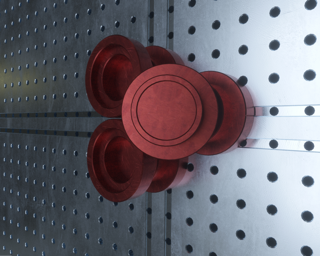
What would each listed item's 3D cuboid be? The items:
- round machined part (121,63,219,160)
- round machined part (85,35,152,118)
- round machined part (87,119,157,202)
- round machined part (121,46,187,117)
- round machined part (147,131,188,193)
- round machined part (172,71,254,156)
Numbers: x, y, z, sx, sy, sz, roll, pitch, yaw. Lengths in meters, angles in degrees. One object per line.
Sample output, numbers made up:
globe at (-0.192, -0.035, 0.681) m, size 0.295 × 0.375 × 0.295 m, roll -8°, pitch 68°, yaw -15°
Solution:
round machined part at (0.009, -0.016, 0.309) m, size 0.098 × 0.042 × 0.097 m, roll 0°, pitch 90°, yaw 8°
round machined part at (-0.045, -0.061, 0.381) m, size 0.098 × 0.042 × 0.097 m, roll 0°, pitch 90°, yaw 40°
round machined part at (-0.042, 0.038, 0.379) m, size 0.098 × 0.042 × 0.097 m, roll 0°, pitch 90°, yaw 40°
round machined part at (-0.015, -0.061, 0.413) m, size 0.098 × 0.042 × 0.097 m, roll 0°, pitch 90°, yaw 40°
round machined part at (-0.015, 0.037, 0.412) m, size 0.098 × 0.042 × 0.097 m, roll 0°, pitch 90°, yaw 40°
round machined part at (0.053, -0.017, 0.356) m, size 0.098 × 0.042 × 0.097 m, roll 0°, pitch 90°, yaw 40°
